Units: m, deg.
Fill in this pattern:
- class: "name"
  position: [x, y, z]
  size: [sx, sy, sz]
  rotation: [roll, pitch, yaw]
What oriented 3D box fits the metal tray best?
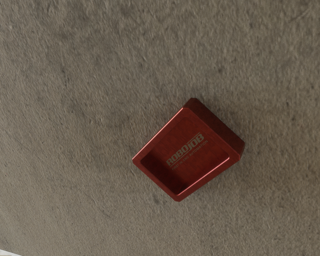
- class: "metal tray"
  position: [0.033, 0.033, 0.405]
  size: [0.090, 0.030, 0.129]
  rotation: [43, 129, -2]
